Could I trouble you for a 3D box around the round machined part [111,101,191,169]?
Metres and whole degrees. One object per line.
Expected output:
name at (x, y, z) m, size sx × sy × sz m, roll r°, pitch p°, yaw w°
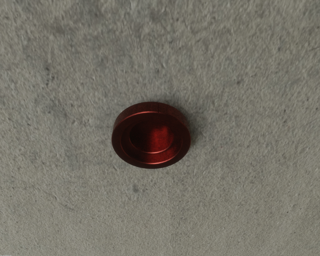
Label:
round machined part at (-0.011, 0.005, 0.400) m, size 0.099 × 0.042 × 0.097 m, roll 0°, pitch 130°, yaw 0°
